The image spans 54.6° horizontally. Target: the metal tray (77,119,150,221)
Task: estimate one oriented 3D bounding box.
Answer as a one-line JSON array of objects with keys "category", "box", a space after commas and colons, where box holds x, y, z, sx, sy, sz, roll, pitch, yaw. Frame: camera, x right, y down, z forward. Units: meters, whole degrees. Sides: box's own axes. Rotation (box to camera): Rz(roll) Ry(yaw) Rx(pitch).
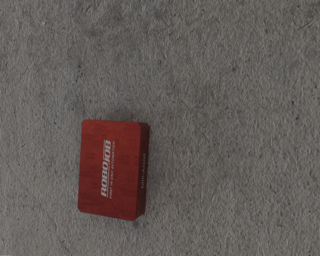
[{"category": "metal tray", "box": [-0.065, 0.055, 0.430, 0.090, 0.030, 0.129, 4, 91, 20]}]
